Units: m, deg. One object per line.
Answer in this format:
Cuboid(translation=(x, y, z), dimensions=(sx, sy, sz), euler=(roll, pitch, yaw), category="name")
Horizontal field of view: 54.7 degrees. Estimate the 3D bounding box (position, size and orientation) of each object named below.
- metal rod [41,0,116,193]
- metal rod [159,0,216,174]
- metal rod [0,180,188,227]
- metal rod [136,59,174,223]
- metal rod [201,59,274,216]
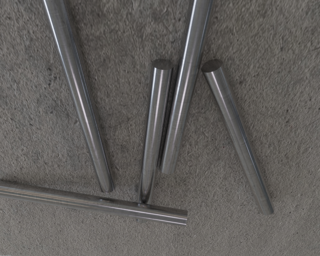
Cuboid(translation=(-0.092, -0.021, 0.387), dimensions=(0.025, 0.025, 0.298), euler=(-3, 130, 2), category="metal rod")
Cuboid(translation=(0.030, -0.054, 0.361), dimensions=(0.025, 0.025, 0.298), euler=(5, 130, -5), category="metal rod")
Cuboid(translation=(-0.108, 0.117, 0.483), dimensions=(0.302, 0.025, 0.025), euler=(9, 130, 0), category="metal rod")
Cuboid(translation=(-0.014, 0.042, 0.442), dimensions=(0.025, 0.025, 0.298), euler=(5, 130, -4), category="metal rod")
Cuboid(translation=(0.120, 0.034, 0.436), dimensions=(0.025, 0.025, 0.299), euler=(-19, 128, 15), category="metal rod")
